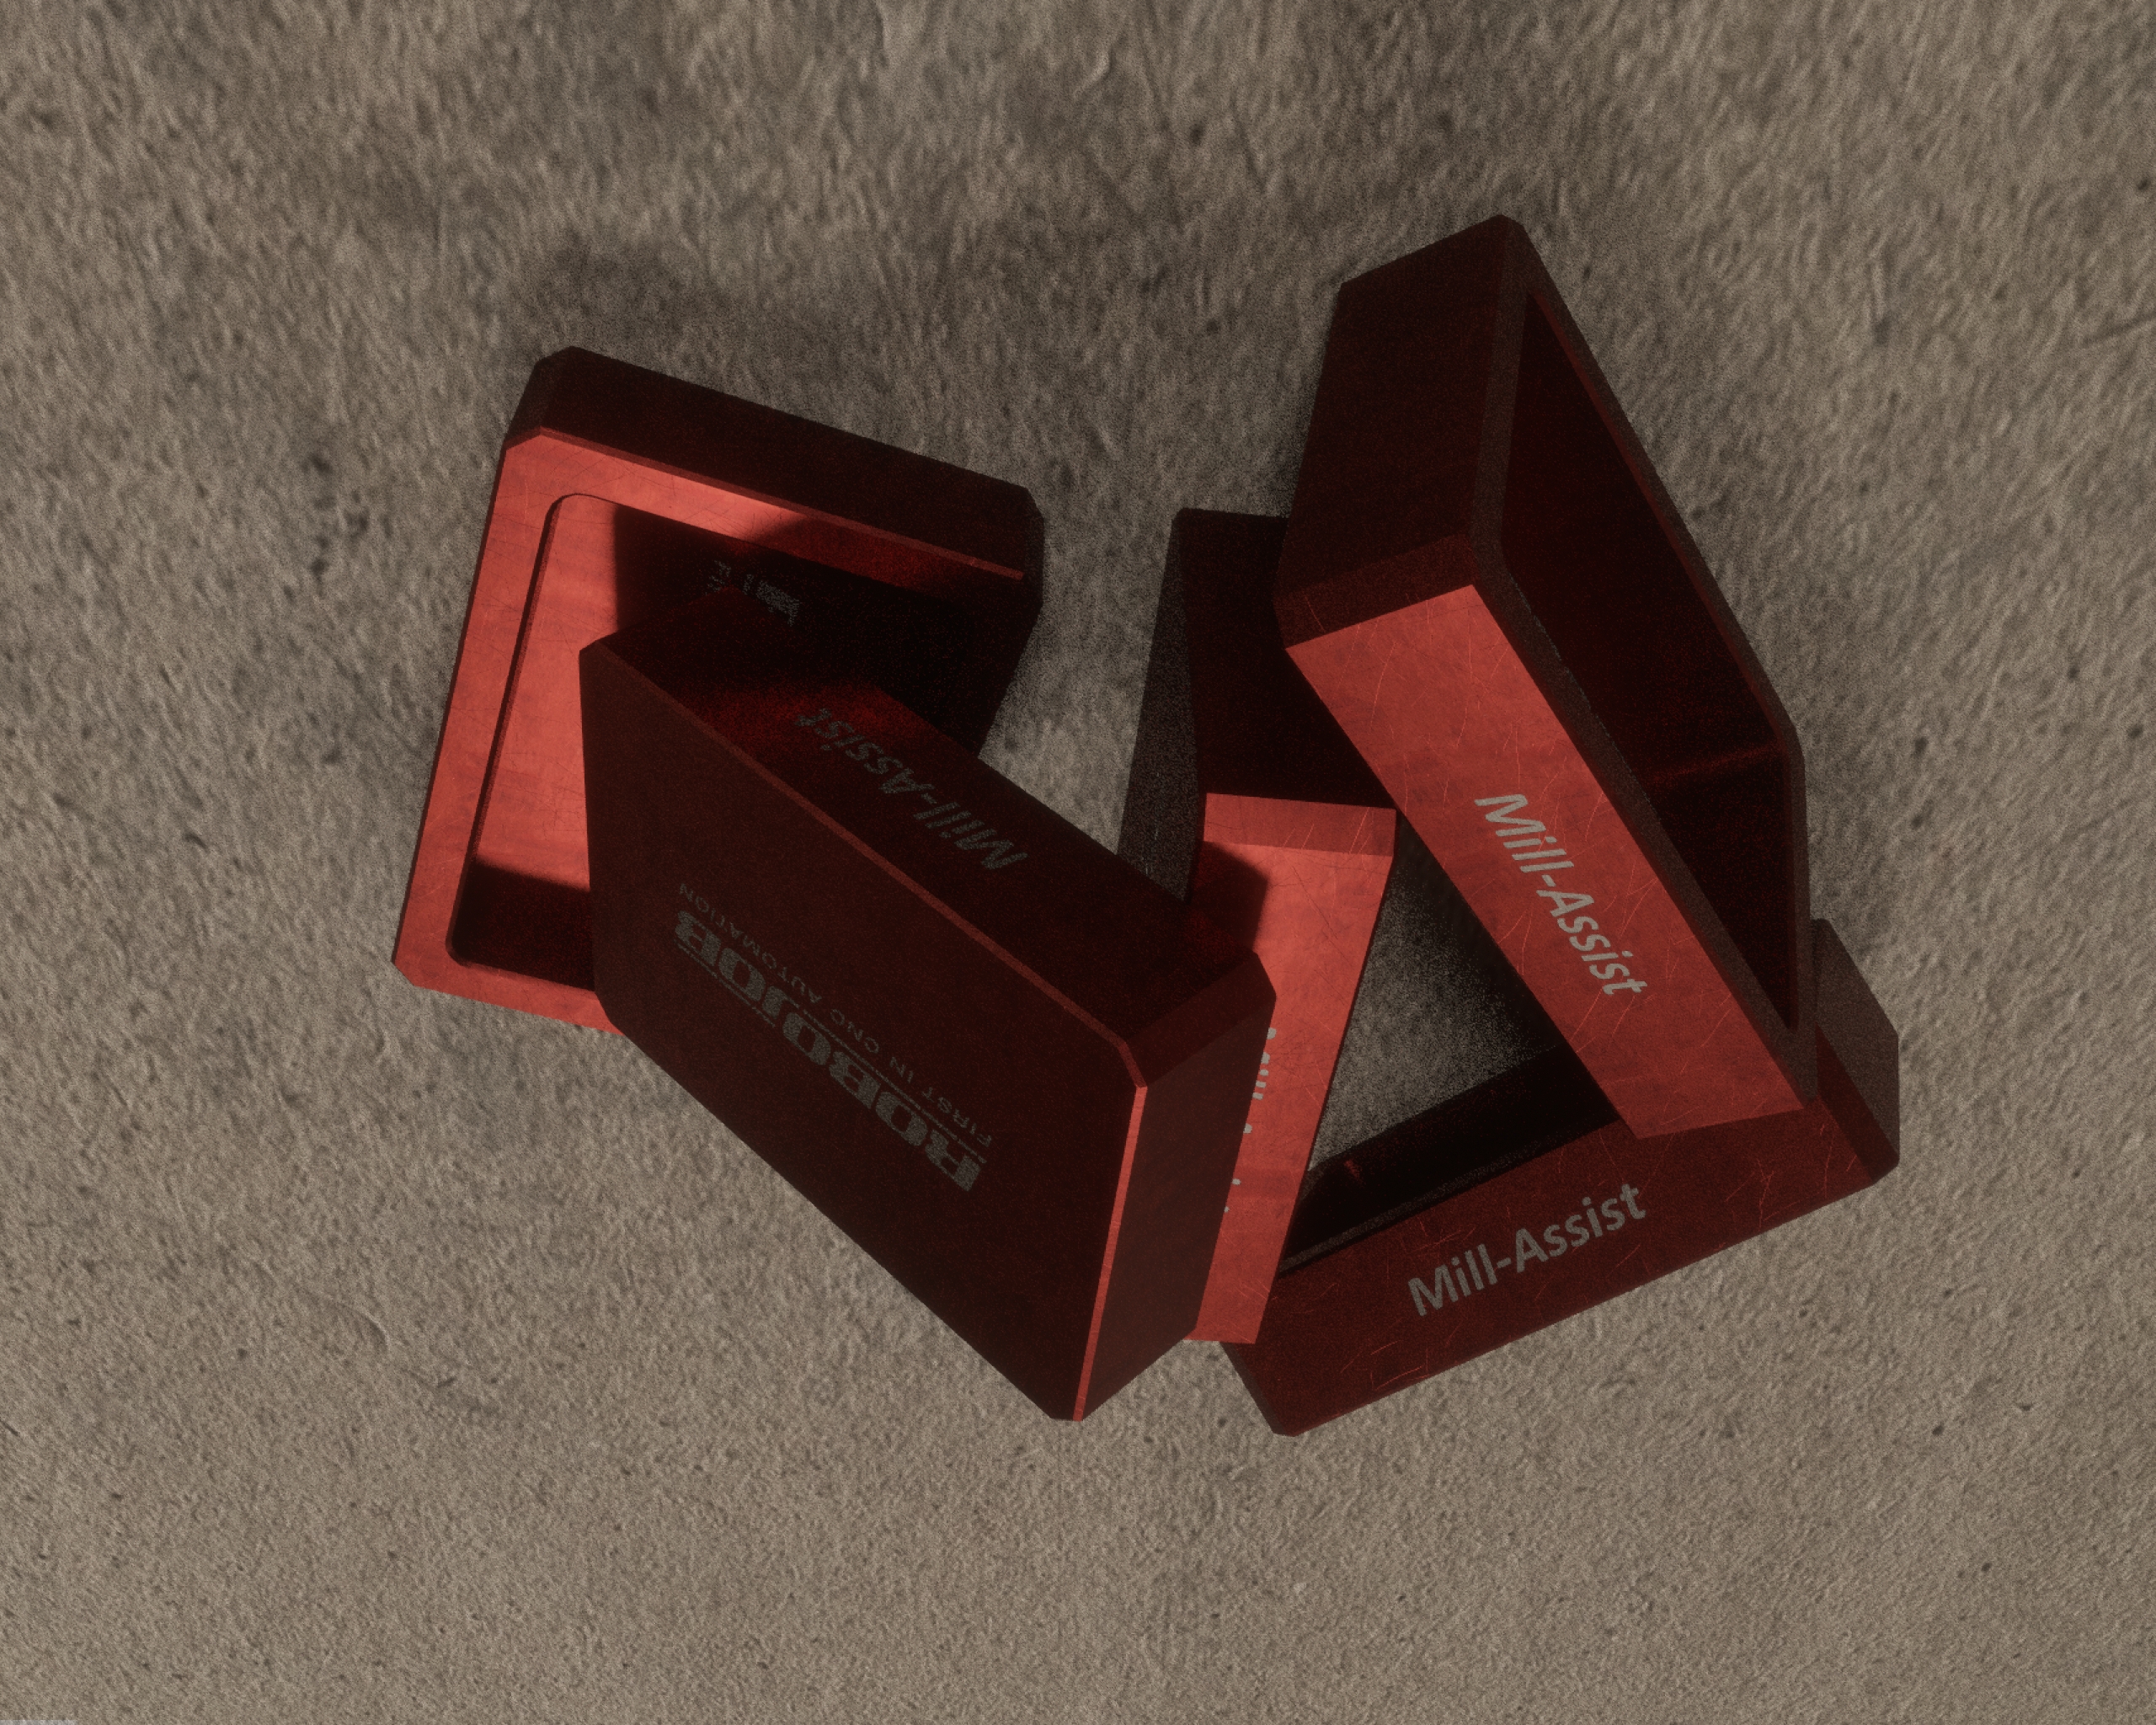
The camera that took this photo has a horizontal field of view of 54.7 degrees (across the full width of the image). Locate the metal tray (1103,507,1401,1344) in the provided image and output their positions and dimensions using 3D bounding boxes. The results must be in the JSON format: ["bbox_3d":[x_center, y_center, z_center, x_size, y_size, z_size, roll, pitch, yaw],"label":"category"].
[{"bbox_3d":[0.025,0.013,0.378,0.030,0.090,0.129,5,131,-5],"label":"metal tray"}]

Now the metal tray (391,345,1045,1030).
[{"bbox_3d":[-0.069,-0.021,0.387,0.091,0.030,0.129,15,128,-13],"label":"metal tray"}]

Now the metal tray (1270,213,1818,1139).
[{"bbox_3d":[0.082,-0.027,0.341,0.030,0.090,0.130,-17,130,32],"label":"metal tray"}]

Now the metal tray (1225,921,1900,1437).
[{"bbox_3d":[0.097,0.062,0.420,0.130,0.090,0.030,-31,89,23],"label":"metal tray"}]

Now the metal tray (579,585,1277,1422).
[{"bbox_3d":[-0.032,0.022,0.353,0.130,0.030,0.089,36,137,28],"label":"metal tray"}]
